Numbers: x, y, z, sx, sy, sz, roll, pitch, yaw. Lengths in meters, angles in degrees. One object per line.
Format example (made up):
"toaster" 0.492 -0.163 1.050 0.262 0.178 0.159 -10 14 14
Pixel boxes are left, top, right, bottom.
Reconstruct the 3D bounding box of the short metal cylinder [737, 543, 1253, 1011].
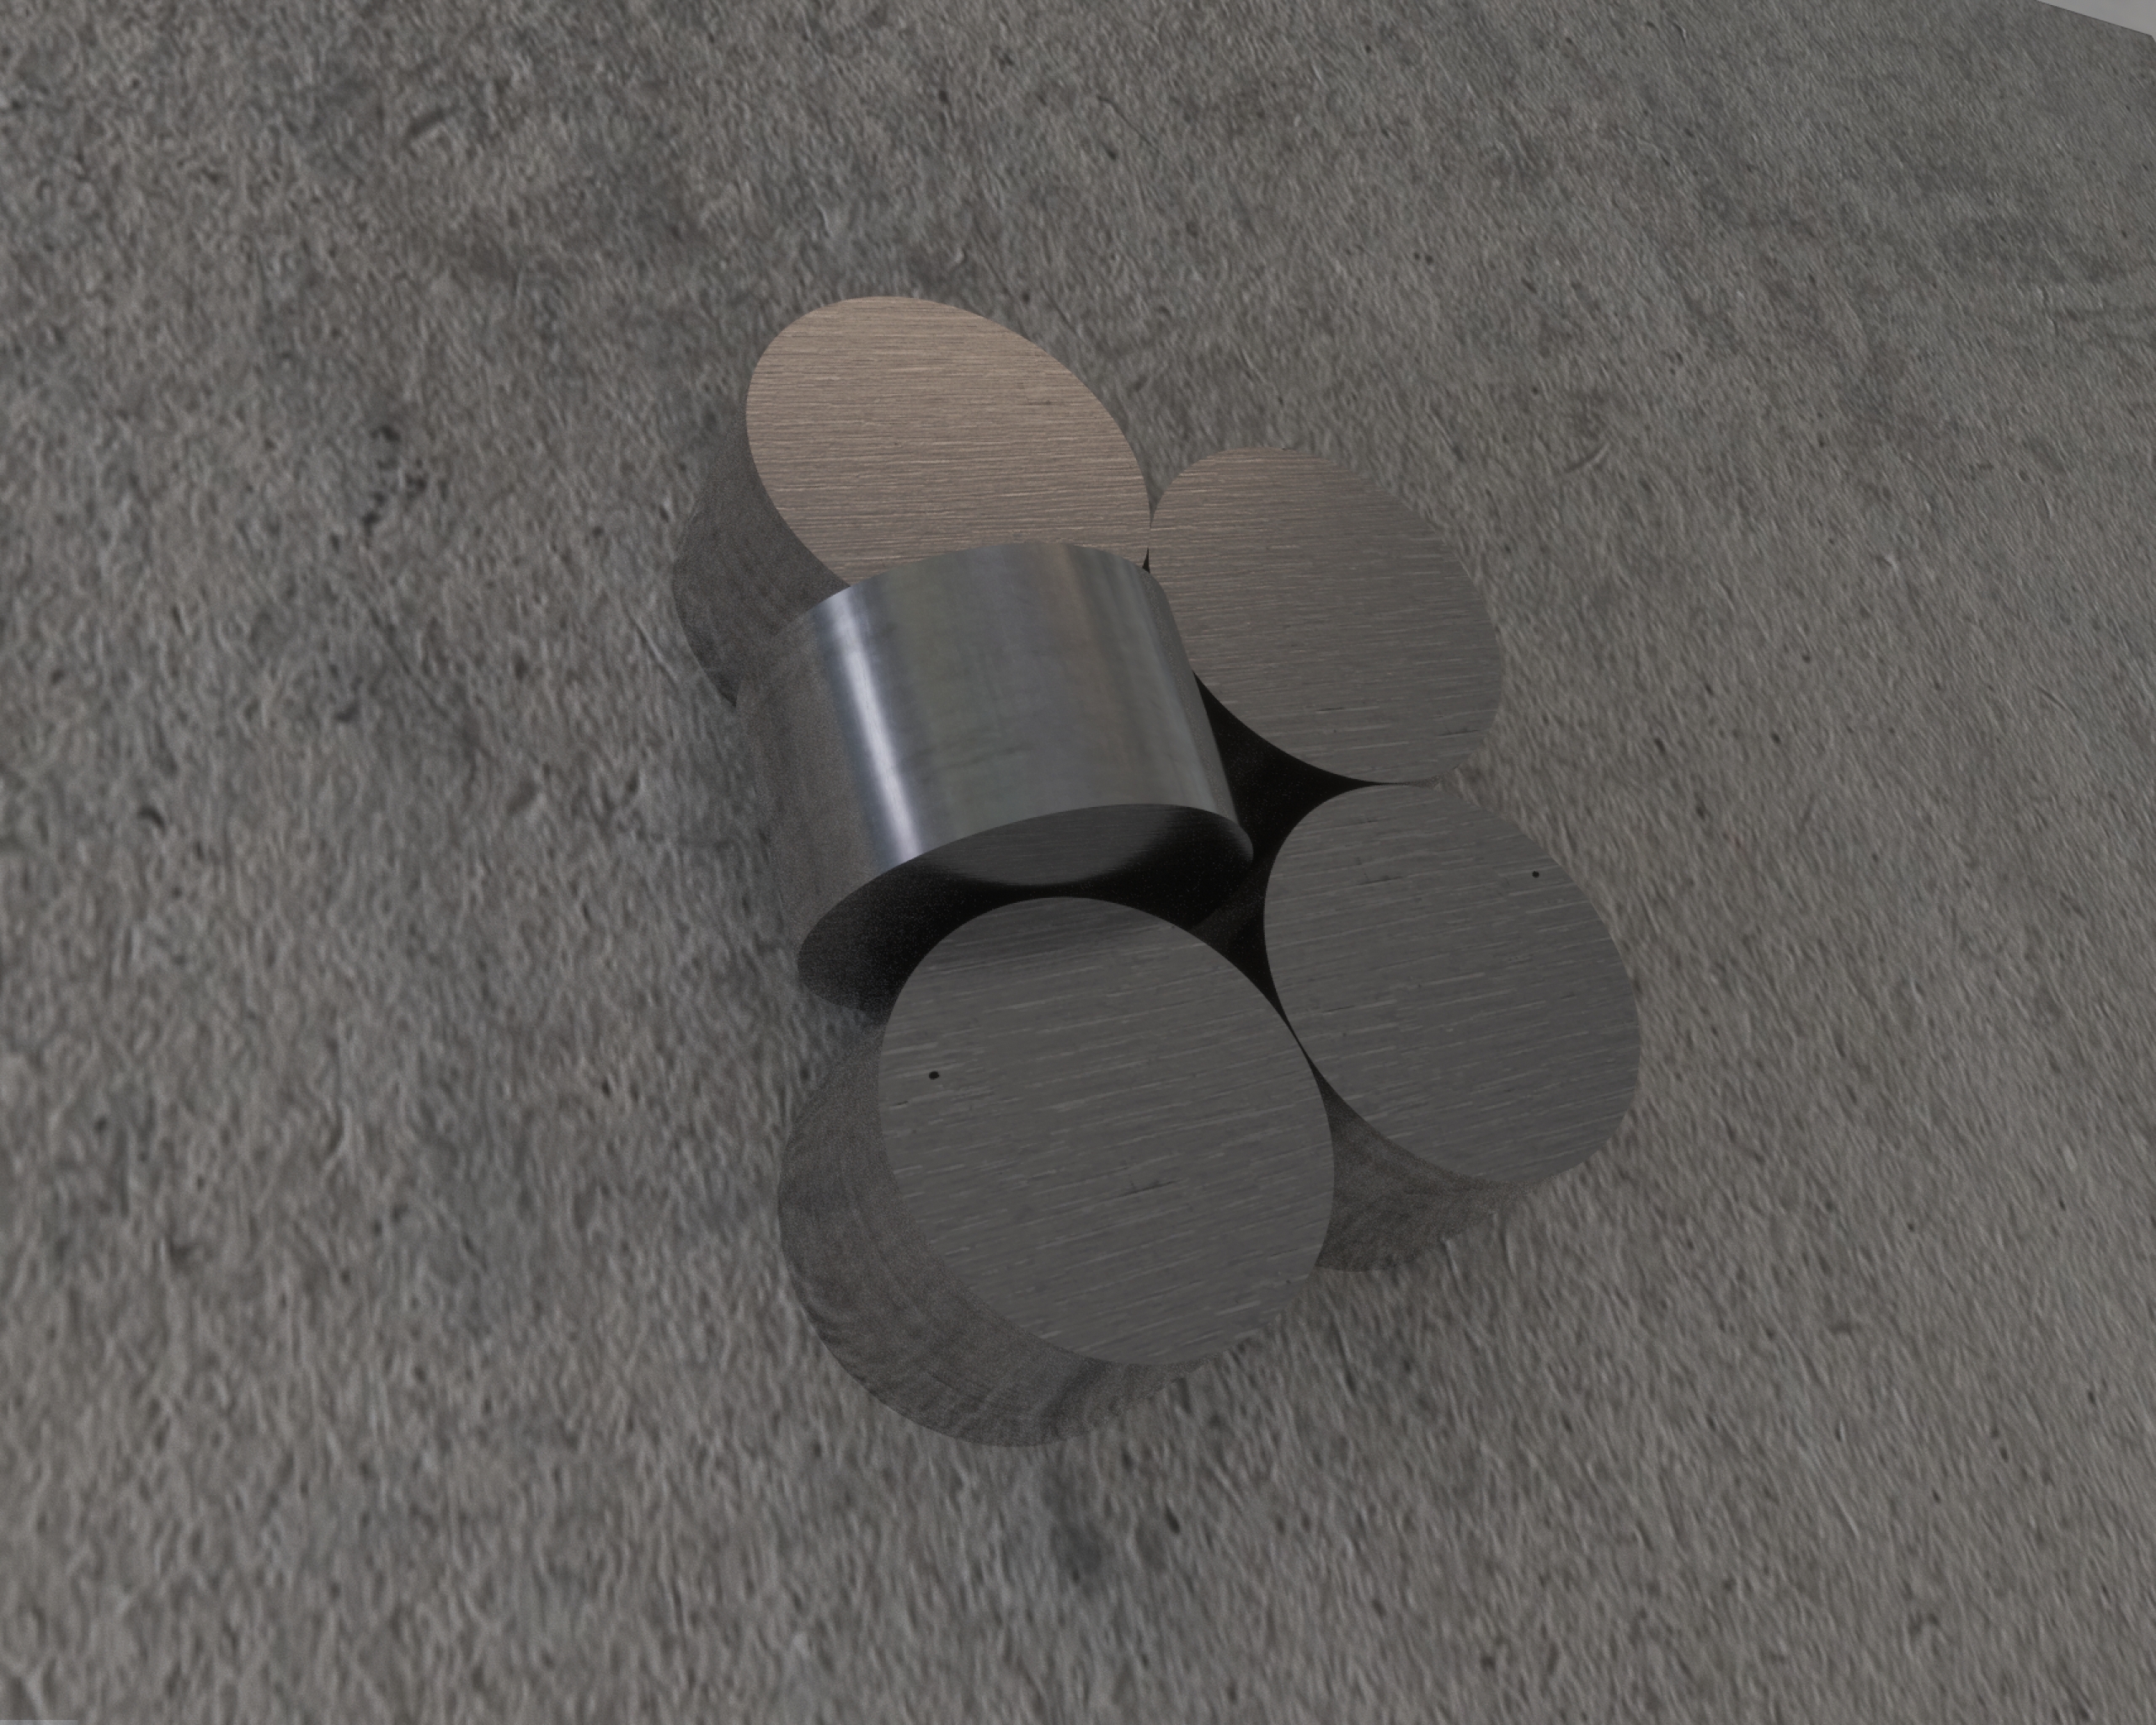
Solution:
"short metal cylinder" -0.015 -0.013 0.368 0.081 0.080 0.050 -3 64 -30

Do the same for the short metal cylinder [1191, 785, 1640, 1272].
"short metal cylinder" 0.059 0.032 0.400 0.081 0.050 0.080 14 56 -21

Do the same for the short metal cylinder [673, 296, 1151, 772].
"short metal cylinder" -0.033 -0.063 0.408 0.081 0.050 0.080 13 56 -21

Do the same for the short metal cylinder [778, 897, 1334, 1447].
"short metal cylinder" -0.004 0.053 0.353 0.081 0.050 0.080 14 56 -21

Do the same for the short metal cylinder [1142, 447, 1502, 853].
"short metal cylinder" 0.040 -0.039 0.432 0.081 0.050 0.080 14 56 -21
